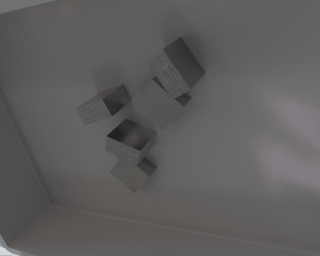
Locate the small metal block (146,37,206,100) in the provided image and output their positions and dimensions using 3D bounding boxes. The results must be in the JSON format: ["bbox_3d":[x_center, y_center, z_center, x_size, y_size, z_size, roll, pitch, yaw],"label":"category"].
[{"bbox_3d":[0.019,-0.067,0.341,0.025,0.050,0.050,-28,103,37],"label":"small metal block"}]

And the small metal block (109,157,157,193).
[{"bbox_3d":[-0.041,0.063,0.470,0.050,0.025,0.050,40,129,0],"label":"small metal block"}]

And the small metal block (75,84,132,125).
[{"bbox_3d":[-0.074,-0.031,0.412,0.050,0.050,0.025,-15,111,34],"label":"small metal block"}]

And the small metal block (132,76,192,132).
[{"bbox_3d":[0.002,-0.032,0.388,0.050,0.025,0.050,41,129,0],"label":"small metal block"}]

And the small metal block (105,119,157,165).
[{"bbox_3d":[-0.039,0.018,0.424,0.050,0.050,0.025,23,127,14],"label":"small metal block"}]
